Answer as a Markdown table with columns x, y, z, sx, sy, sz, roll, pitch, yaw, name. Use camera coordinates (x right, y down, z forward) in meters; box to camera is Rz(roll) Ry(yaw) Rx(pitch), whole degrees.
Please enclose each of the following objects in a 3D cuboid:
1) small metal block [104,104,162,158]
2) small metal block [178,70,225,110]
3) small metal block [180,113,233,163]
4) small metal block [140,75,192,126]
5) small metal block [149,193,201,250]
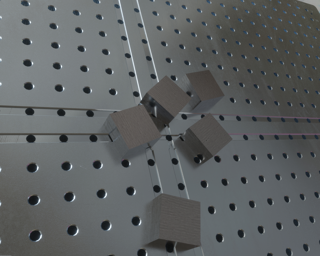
| x | y | z | sx | sy | sz | roll | pitch | yaw | name |
| --- | --- | --- | --- | --- | --- | --- | --- | --- | --- |
| -0.034 | 0.003 | 0.389 | 0.050 | 0.025 | 0.050 | -20 | 73 | -36 | small metal block |
| 0.064 | -0.060 | 0.481 | 0.050 | 0.025 | 0.050 | -16 | 70 | -35 | small metal block |
| 0.066 | 0.013 | 0.438 | 0.050 | 0.025 | 0.050 | -34 | 81 | -38 | small metal block |
| 0.009 | -0.039 | 0.439 | 0.050 | 0.025 | 0.050 | 42 | 51 | 0 | small metal block |
| 0.018 | 0.107 | 0.354 | 0.050 | 0.025 | 0.050 | 17 | 55 | -19 | small metal block |
